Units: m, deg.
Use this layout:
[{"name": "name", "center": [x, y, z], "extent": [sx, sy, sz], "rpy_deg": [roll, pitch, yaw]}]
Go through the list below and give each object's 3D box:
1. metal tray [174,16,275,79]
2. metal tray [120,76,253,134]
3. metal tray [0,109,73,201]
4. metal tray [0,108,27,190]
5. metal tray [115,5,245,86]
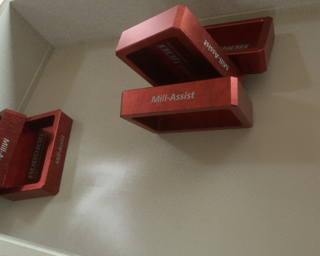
[{"name": "metal tray", "center": [0.076, -0.104, 0.407], "extent": [0.130, 0.030, 0.090], "rpy_deg": [1, 42, 28]}, {"name": "metal tray", "center": [0.032, -0.021, 0.355], "extent": [0.130, 0.090, 0.030], "rpy_deg": [-4, 74, 25]}, {"name": "metal tray", "center": [-0.189, 0.040, 0.474], "extent": [0.090, 0.030, 0.130], "rpy_deg": [-12, 57, 21]}, {"name": "metal tray", "center": [-0.246, 0.040, 0.465], "extent": [0.090, 0.030, 0.130], "rpy_deg": [-5, 66, 54]}, {"name": "metal tray", "center": [0.026, -0.070, 0.354], "extent": [0.090, 0.130, 0.030], "rpy_deg": [-9, 57, 42]}]
